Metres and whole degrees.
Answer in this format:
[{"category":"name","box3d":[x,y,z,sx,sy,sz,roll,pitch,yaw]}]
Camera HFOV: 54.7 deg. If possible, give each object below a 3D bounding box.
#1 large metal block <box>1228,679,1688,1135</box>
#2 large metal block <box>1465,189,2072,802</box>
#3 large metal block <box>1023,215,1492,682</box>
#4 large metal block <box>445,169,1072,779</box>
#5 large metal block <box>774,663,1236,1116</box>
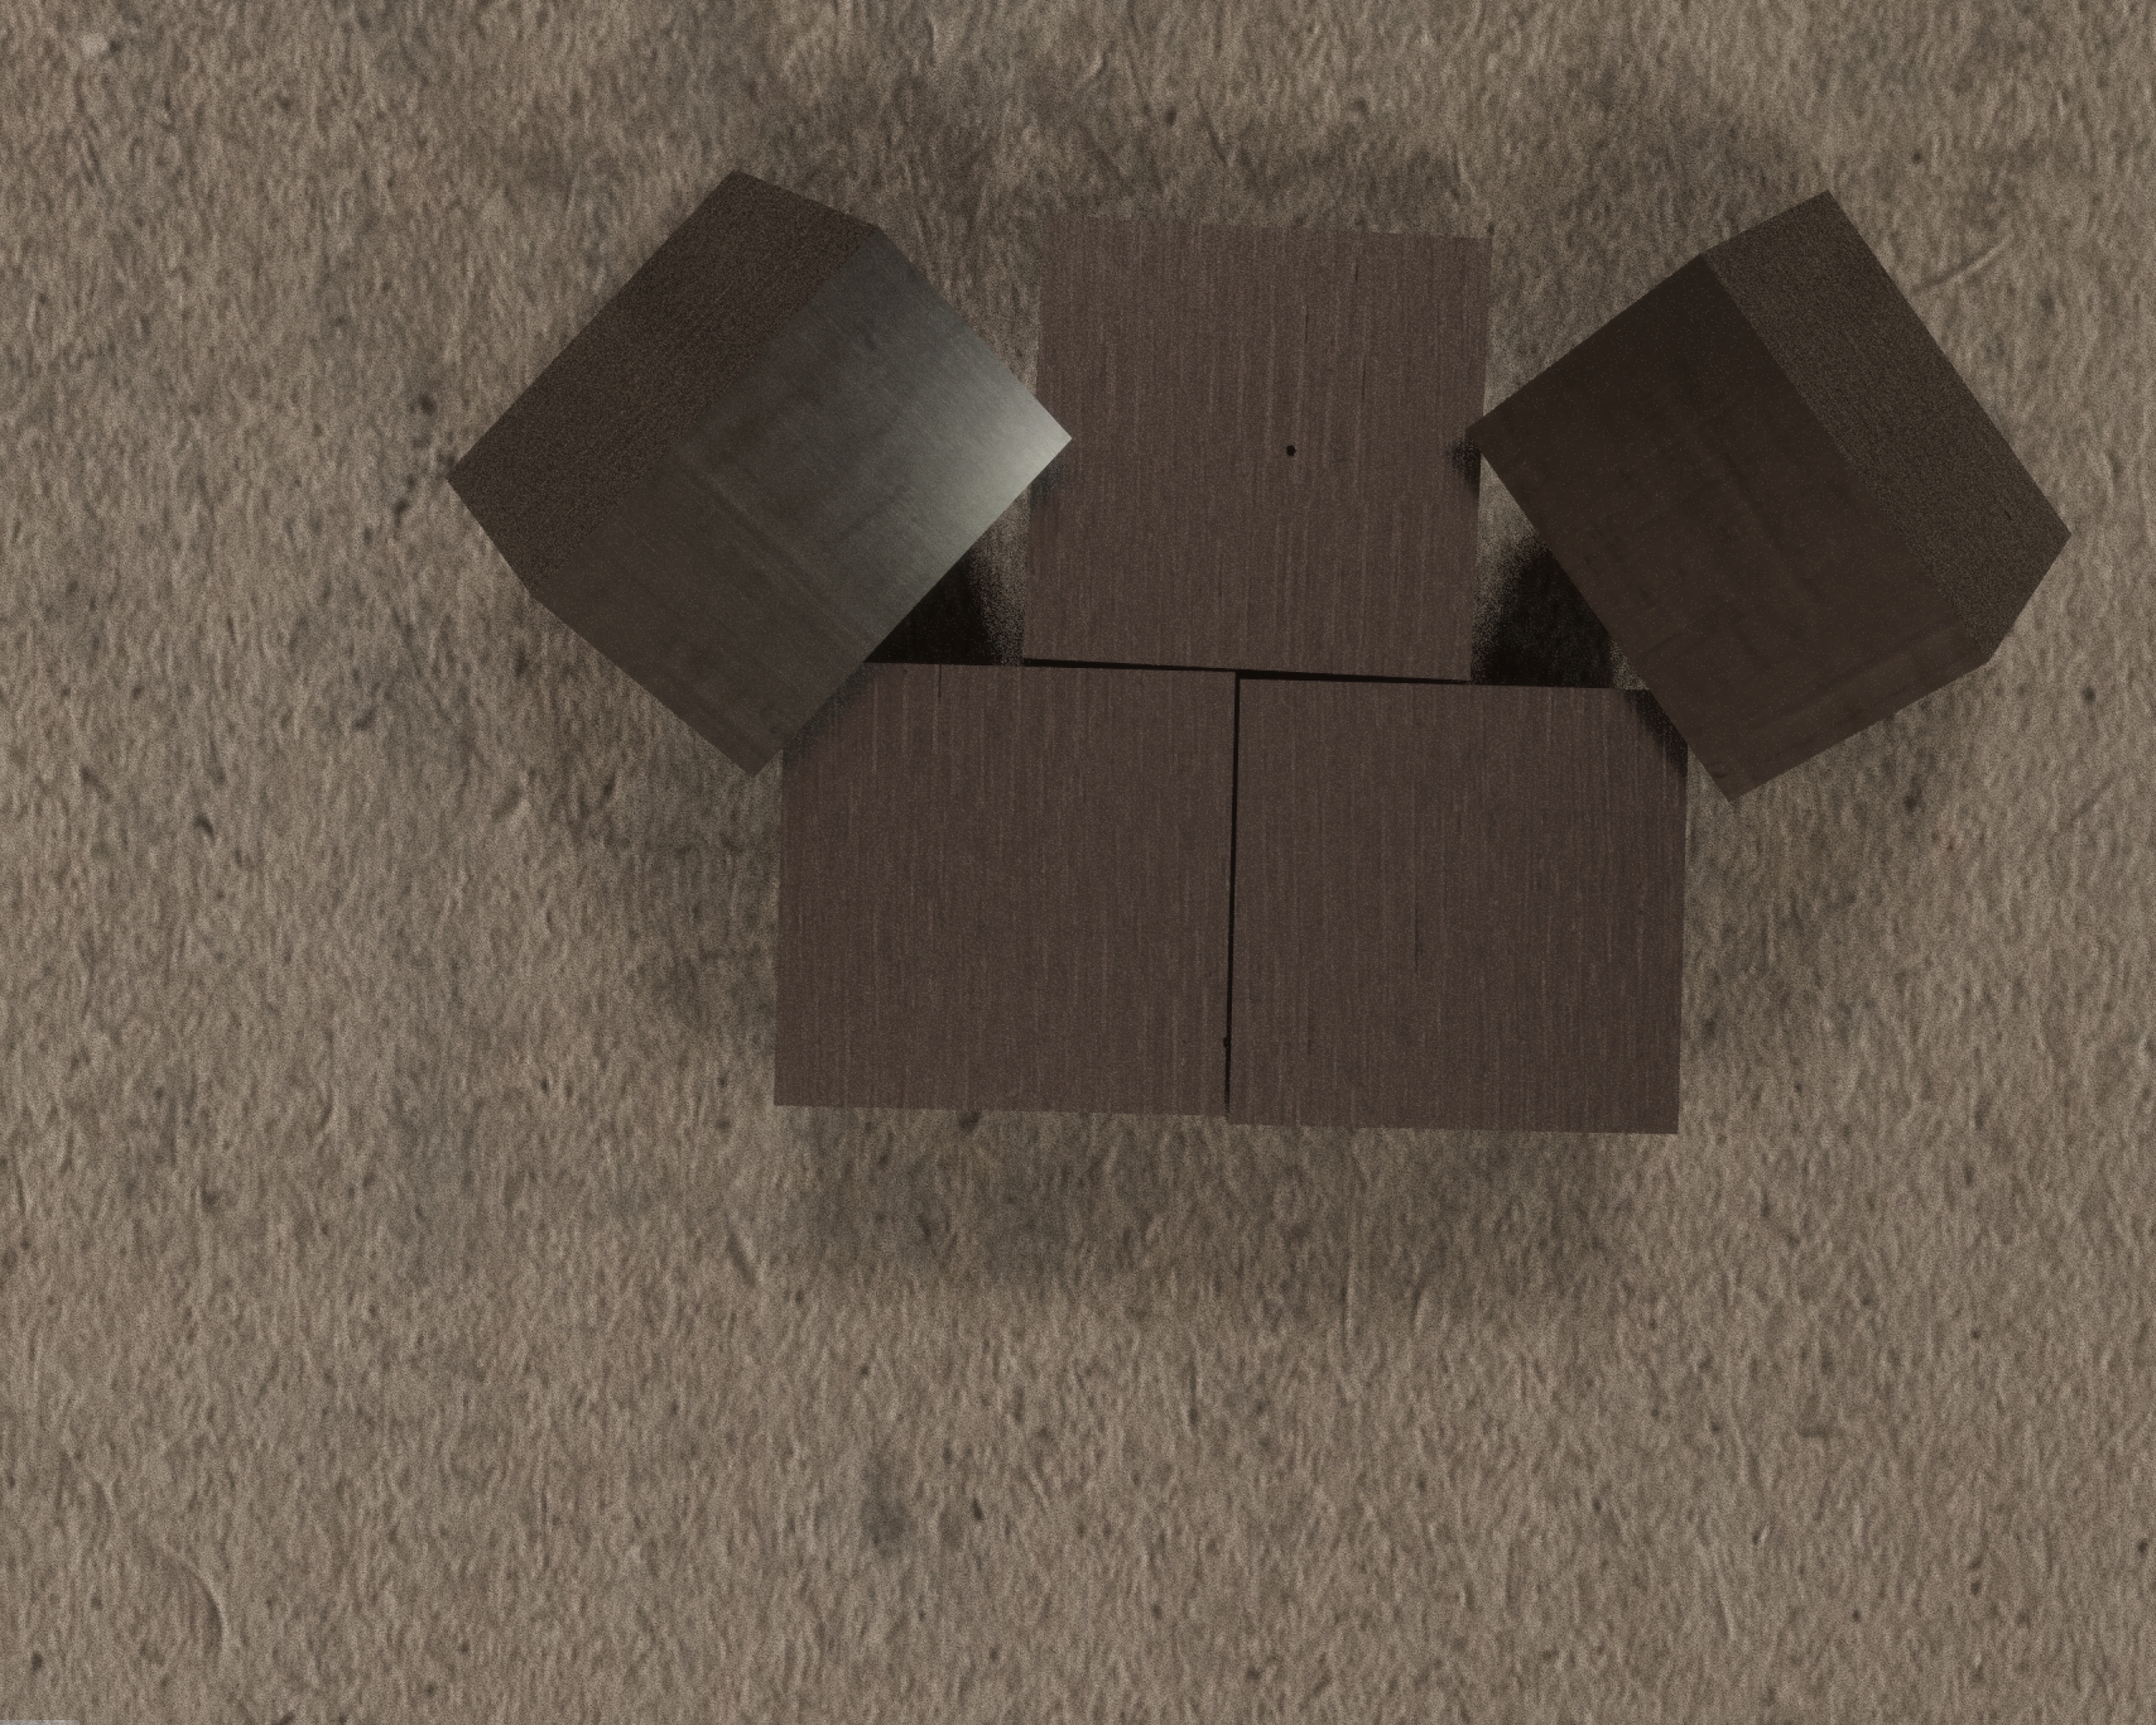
[{"category":"large metal block","box3d":[0.068,0.008,0.398,0.081,0.050,0.079,1,90,-1]},{"category":"large metal block","box3d":[0.128,-0.069,0.379,0.050,0.080,0.080,-35,90,40]},{"category":"large metal block","box3d":[0.032,-0.075,0.399,0.081,0.050,0.079,3,90,-1]},{"category":"large metal block","box3d":[-0.060,-0.073,0.376,0.080,0.080,0.050,-47,125,0]},{"category":"large metal block","box3d":[-0.013,0.004,0.398,0.081,0.050,0.079,1,90,-1]}]
